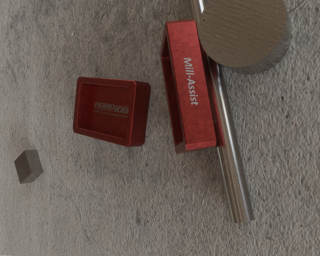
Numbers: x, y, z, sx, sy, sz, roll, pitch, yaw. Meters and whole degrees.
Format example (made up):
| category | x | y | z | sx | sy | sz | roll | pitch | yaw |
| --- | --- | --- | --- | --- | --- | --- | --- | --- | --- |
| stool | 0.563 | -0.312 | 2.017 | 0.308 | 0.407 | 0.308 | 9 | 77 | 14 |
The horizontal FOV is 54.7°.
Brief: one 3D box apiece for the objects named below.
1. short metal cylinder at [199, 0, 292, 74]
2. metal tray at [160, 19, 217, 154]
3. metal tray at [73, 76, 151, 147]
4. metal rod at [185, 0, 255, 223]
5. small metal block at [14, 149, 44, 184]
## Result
| category | x | y | z | sx | sy | sz | roll | pitch | yaw |
| --- | --- | --- | --- | --- | --- | --- | --- | --- | --- |
| short metal cylinder | 0.085 | -0.096 | 0.307 | 0.080 | 0.050 | 0.079 | 0 | 91 | 27 |
| metal tray | 0.027 | -0.039 | 0.341 | 0.030 | 0.090 | 0.129 | -8 | 83 | -5 |
| metal tray | -0.076 | -0.028 | 0.461 | 0.130 | 0.030 | 0.089 | 11 | 97 | 39 |
| metal rod | 0.062 | -0.047 | 0.352 | 0.025 | 0.025 | 0.298 | -17 | 79 | 38 |
| small metal block | -0.262 | 0.077 | 0.617 | 0.050 | 0.025 | 0.050 | -37 | 68 | 33 |
